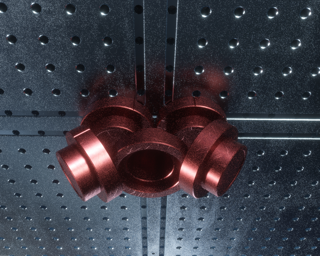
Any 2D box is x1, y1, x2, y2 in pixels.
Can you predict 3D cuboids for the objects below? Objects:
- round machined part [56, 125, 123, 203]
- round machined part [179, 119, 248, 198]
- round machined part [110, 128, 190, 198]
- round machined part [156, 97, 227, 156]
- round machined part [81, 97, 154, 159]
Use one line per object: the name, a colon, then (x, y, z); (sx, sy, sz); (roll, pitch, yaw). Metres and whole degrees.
round machined part: (-0.090, 0.049, 0.374); (0.042, 0.098, 0.097); (-30, 135, -25)
round machined part: (0.069, 0.042, 0.370); (0.042, 0.099, 0.097); (29, 138, 29)
round machined part: (-0.012, 0.038, 0.376); (0.099, 0.042, 0.097); (-1, 130, 0)
round machined part: (0.042, 0.010, 0.409); (0.099, 0.042, 0.097); (-1, 130, 0)
round machined part: (-0.056, 0.010, 0.408); (0.099, 0.042, 0.097); (-1, 130, 0)
